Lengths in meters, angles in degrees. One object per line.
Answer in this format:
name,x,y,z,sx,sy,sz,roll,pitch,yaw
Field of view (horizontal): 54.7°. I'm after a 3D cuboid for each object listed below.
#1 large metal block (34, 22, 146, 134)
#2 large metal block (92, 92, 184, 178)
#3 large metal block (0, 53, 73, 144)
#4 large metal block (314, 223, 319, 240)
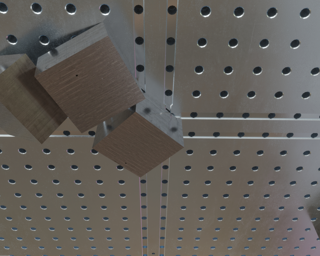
large metal block,-0.074,-0.054,0.336,0.080,0.050,0.080,-28,126,3
large metal block,-0.027,0.008,0.402,0.080,0.050,0.080,37,121,-27
large metal block,-0.159,-0.033,0.341,0.080,0.050,0.080,8,141,40
large metal block,0.348,0.188,0.561,0.081,0.050,0.079,14,129,-12
